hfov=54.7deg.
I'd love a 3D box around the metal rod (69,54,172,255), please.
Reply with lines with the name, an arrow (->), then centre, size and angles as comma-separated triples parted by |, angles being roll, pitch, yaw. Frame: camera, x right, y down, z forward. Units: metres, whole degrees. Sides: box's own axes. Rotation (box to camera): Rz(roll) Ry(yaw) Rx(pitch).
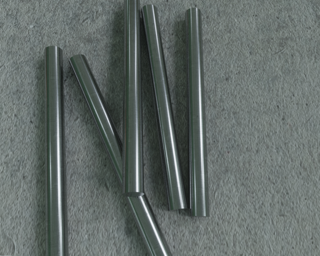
metal rod -> -0.055, 0.031, 0.396 | 0.025, 0.025, 0.299 | -23, 72, -9

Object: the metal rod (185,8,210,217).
metal rod -> 0.049, -0.034, 0.421 | 0.025, 0.025, 0.299 | 1, 70, 0

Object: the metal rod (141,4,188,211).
metal rod -> 0.002, -0.041, 0.423 | 0.025, 0.025, 0.299 | -7, 70, -3

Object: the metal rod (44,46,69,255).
metal rod -> -0.134, 0.028, 0.396 | 0.025, 0.025, 0.299 | -7, 70, -3

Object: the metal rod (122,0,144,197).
metal rod -> -0.037, -0.060, 0.415 | 0.025, 0.025, 0.299 | -2, 65, -1
